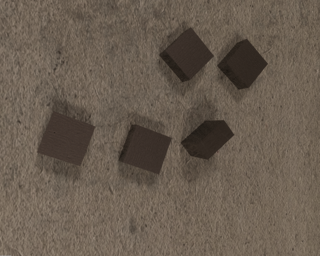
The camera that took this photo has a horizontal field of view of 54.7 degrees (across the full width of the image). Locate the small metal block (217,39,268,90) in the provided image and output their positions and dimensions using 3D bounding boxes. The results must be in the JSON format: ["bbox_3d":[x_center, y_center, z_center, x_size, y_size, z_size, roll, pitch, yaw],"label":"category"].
[{"bbox_3d":[0.122,-0.093,0.455,0.050,0.025,0.050,44,76,-15],"label":"small metal block"}]

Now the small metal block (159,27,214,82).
[{"bbox_3d":[0.036,-0.099,0.424,0.050,0.025,0.050,-46,105,-14],"label":"small metal block"}]

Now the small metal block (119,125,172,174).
[{"bbox_3d":[-0.019,0.028,0.403,0.050,0.025,0.050,22,83,-19],"label":"small metal block"}]

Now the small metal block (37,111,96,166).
[{"bbox_3d":[-0.111,0.013,0.368,0.050,0.025,0.050,22,83,-19],"label":"small metal block"}]

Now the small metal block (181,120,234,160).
[{"bbox_3d":[0.063,0.015,0.421,0.050,0.050,0.025,-40,103,-16],"label":"small metal block"}]
